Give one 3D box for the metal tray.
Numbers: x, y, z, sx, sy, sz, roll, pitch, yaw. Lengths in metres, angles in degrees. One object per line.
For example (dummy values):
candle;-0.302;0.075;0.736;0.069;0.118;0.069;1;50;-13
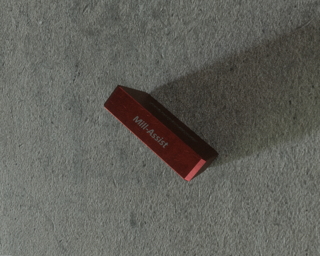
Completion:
metal tray;0.005;0.003;0.373;0.130;0.090;0.030;41;103;15
